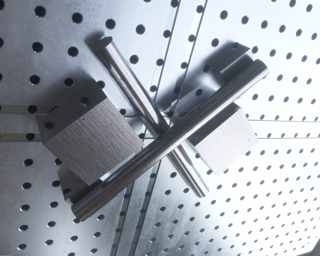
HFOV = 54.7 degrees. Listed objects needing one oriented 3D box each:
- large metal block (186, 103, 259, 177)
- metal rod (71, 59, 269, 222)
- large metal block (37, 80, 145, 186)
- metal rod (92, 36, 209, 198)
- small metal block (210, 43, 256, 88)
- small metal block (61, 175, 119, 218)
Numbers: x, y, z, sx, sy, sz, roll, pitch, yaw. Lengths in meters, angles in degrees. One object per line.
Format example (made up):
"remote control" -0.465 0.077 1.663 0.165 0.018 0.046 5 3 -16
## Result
"large metal block" 0.085 0.011 0.448 0.080 0.050 0.080 -40 129 -1
"metal rod" 0.014 0.014 0.395 0.301 0.025 0.025 -38 129 -2
"large metal block" -0.078 0.006 0.356 0.080 0.050 0.080 -37 129 -3
"metal rod" 0.005 0.008 0.417 0.025 0.025 0.300 -37 129 -4
"small metal block" 0.103 -0.077 0.420 0.050 0.025 0.050 -38 129 -3
"small metal block" -0.093 0.085 0.413 0.050 0.025 0.050 -39 129 -2
